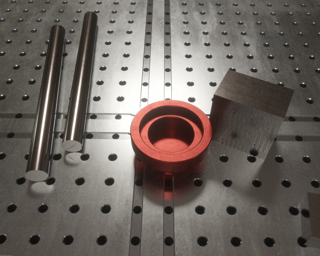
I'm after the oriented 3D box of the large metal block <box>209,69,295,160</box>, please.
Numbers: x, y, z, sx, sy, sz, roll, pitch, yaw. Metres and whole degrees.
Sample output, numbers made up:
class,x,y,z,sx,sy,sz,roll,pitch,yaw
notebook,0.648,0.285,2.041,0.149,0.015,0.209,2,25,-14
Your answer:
class,x,y,z,sx,sy,sz,roll,pitch,yaw
large metal block,0.109,-0.016,0.387,0.080,0.080,0.050,22,53,17

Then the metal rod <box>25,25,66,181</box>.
class,x,y,z,sx,sy,sz,roll,pitch,yaw
metal rod,-0.162,-0.058,0.454,0.025,0.025,0.300,-5,50,-5

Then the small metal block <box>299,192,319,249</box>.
class,x,y,z,sx,sy,sz,roll,pitch,yaw
small metal block,0.179,0.100,0.326,0.050,0.025,0.050,10,51,7

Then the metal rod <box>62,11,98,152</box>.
class,x,y,z,sx,sy,sz,roll,pitch,yaw
metal rod,-0.119,-0.092,0.483,0.025,0.025,0.300,-3,50,-3

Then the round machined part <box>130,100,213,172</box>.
class,x,y,z,sx,sy,sz,roll,pitch,yaw
round machined part,0.013,0.014,0.385,0.099,0.042,0.098,0,50,0
